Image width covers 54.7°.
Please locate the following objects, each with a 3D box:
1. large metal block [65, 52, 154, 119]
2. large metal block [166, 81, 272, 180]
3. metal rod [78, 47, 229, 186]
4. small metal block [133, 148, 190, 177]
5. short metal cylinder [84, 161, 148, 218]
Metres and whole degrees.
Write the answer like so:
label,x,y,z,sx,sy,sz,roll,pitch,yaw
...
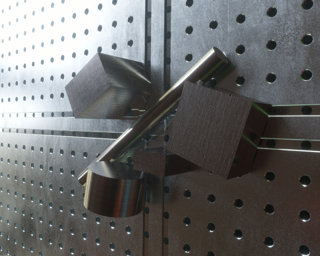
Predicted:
label,x,y,z,sx,sy,sz,roll,pitch,yaw
large metal block,-0.070,-0.054,0.430,0.080,0.081,0.050,-35,69,34
large metal block,0.062,0.000,0.337,0.080,0.050,0.079,25,105,37
metal rod,-0.027,0.001,0.428,0.299,0.025,0.025,-41,65,32
small metal block,0.003,0.041,0.389,0.050,0.050,0.025,7,95,39
short metal cylinder,-0.059,0.080,0.419,0.080,0.081,0.050,15,100,38
